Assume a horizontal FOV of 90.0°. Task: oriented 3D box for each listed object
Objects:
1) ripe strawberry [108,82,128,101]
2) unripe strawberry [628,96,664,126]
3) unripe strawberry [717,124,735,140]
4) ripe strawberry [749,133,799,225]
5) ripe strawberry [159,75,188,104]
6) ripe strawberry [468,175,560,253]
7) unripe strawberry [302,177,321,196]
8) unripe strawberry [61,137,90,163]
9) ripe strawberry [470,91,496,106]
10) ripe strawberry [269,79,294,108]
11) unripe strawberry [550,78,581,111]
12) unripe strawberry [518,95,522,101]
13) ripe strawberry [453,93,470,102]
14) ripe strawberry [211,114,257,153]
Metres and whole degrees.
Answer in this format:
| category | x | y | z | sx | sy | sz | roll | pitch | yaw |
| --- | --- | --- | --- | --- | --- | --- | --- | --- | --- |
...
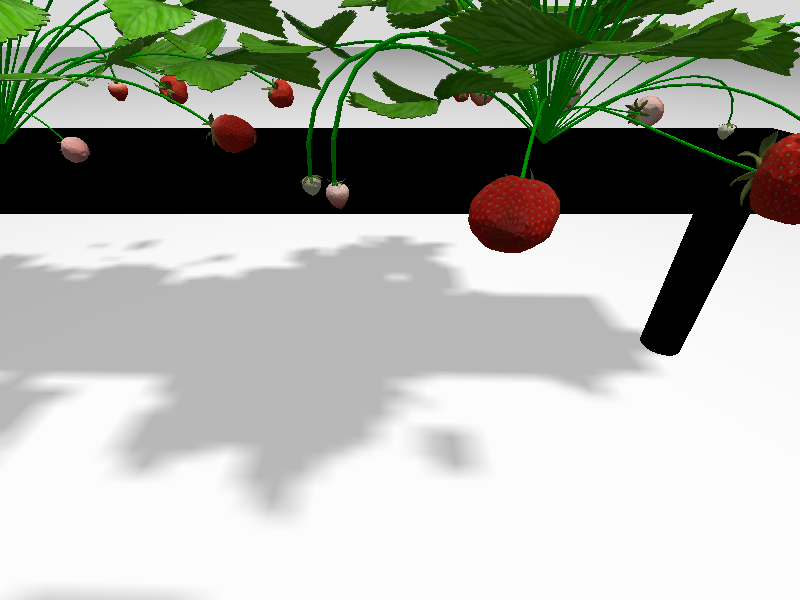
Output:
| category | x | y | z | sx | sy | sz | roll | pitch | yaw |
| --- | --- | --- | --- | --- | --- | --- | --- | --- | --- |
| ripe strawberry | -0.358 | -0.265 | 0.510 | 0.021 | 0.021 | 0.018 | -4 | 34 | -6 |
| unripe strawberry | 0.238 | -0.181 | 0.384 | 0.031 | 0.026 | 0.031 | -18 | 38 | -25 |
| unripe strawberry | 0.263 | -0.136 | 0.324 | 0.010 | 0.011 | 0.011 | 1 | 34 | 2 |
| ripe strawberry | 0.183 | -0.053 | 0.180 | 0.036 | 0.041 | 0.039 | -12 | 36 | -17 |
| ripe strawberry | -0.289 | -0.270 | 0.516 | 0.032 | 0.034 | 0.035 | 6 | 24 | 8 |
| ripe strawberry | 0.043 | -0.031 | 0.156 | 0.035 | 0.031 | 0.032 | 12 | 36 | 17 |
| unripe strawberry | -0.047 | -0.060 | 0.212 | 0.010 | 0.010 | 0.009 | -25 | 41 | -33 |
| unripe strawberry | -0.227 | -0.105 | 0.281 | 0.017 | 0.017 | 0.016 | 28 | 41 | 16 |
| ripe strawberry | 0.101 | -0.256 | 0.490 | 0.031 | 0.035 | 0.034 | -3 | 17 | -5 |
| ripe strawberry | -0.140 | -0.243 | 0.476 | 0.027 | 0.030 | 0.029 | 30 | 1 | 37 |
| unripe strawberry | 0.187 | -0.233 | 0.453 | 0.032 | 0.037 | 0.035 | 13 | 35 | 19 |
| unripe strawberry | 0.152 | -0.252 | 0.495 | 0.011 | 0.011 | 0.010 | 5 | 34 | 8 |
| ripe strawberry | 0.081 | -0.277 | 0.533 | 0.024 | 0.025 | 0.026 | -5 | 33 | -8 |
| ripe strawberry | -0.122 | -0.123 | 0.297 | 0.030 | 0.026 | 0.030 | 13 | 35 | 3 |
